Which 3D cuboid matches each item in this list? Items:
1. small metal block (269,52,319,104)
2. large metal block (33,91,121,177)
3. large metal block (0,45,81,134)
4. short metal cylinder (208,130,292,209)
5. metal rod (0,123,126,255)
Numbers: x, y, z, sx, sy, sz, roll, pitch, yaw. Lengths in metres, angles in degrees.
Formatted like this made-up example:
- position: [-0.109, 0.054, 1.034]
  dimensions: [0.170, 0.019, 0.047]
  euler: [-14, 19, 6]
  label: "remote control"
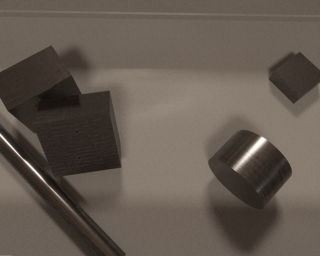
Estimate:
- position: [0.194, -0.071, 0.438]
  dimensions: [0.050, 0.025, 0.050]
  euler: [-36, 74, -13]
  label: "small metal block"
- position: [-0.093, 0.007, 0.369]
  dimensions: [0.081, 0.079, 0.050]
  euler: [-8, 37, -3]
  label: "large metal block"
- position: [-0.150, -0.046, 0.395]
  dimensions: [0.080, 0.080, 0.050]
  euler: [-33, 74, -11]
  label: "large metal block"
- position: [0.104, 0.048, 0.364]
  dimensions: [0.080, 0.080, 0.050]
  euler: [43, 76, 14]
  label: "short metal cylinder"
- position: [-0.157, 0.057, 0.386]
  dimensions: [0.300, 0.025, 0.025]
  euler: [41, 75, 13]
  label: "metal rod"
